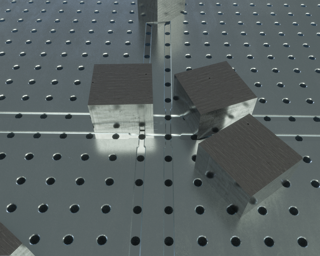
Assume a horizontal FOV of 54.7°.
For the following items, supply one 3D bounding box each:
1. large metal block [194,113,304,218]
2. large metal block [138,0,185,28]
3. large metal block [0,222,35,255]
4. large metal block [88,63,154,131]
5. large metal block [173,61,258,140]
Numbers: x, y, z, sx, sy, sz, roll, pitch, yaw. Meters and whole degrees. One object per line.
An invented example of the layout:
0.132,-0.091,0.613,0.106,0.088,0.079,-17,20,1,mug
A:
0.099,0.041,0.358,0.081,0.050,0.080,-28,56,-22,large metal block
0.004,-0.248,0.580,0.050,0.080,0.080,35,58,25,large metal block
-0.177,0.123,0.286,0.080,0.050,0.080,30,56,22,large metal block
-0.050,-0.044,0.427,0.081,0.050,0.080,-1,50,-2,large metal block
0.072,-0.040,0.426,0.081,0.050,0.080,-17,52,-14,large metal block
